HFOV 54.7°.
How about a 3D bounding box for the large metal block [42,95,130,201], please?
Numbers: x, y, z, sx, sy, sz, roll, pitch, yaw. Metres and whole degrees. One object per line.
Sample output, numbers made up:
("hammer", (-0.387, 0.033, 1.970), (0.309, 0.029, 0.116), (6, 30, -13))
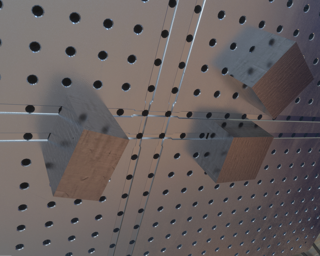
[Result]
("large metal block", (-0.086, 0.021, 0.343), (0.050, 0.080, 0.080), (16, 110, -35))

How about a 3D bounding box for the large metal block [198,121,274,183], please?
("large metal block", (0.117, 0.036, 0.484), (0.081, 0.050, 0.079), (0, 118, -29))

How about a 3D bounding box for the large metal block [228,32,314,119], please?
("large metal block", (0.158, -0.073, 0.439), (0.080, 0.050, 0.080), (-47, 130, 4))
